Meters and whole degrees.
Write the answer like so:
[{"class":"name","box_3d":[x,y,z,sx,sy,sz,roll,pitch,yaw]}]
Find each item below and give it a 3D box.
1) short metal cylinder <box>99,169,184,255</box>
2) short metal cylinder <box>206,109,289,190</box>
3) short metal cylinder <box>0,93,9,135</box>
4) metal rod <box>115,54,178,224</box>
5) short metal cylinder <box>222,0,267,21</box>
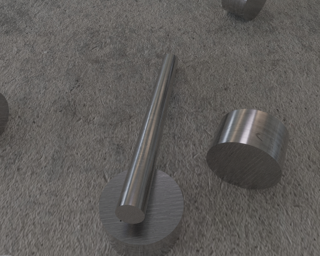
[{"class":"short metal cylinder","box_3d":[-0.018,0.087,0.314,0.081,0.050,0.080,0,50,0]},{"class":"short metal cylinder","box_3d":[0.098,0.025,0.348,0.080,0.080,0.050,18,52,14]},{"class":"short metal cylinder","box_3d":[-0.237,-0.017,0.381,0.050,0.080,0.080,21,53,17]},{"class":"metal rod","box_3d":[-0.004,-0.018,0.376,0.025,0.025,0.301,6,37,5]},{"class":"short metal cylinder","box_3d":[0.161,-0.249,0.578,0.080,0.080,0.050,-37,59,-27]}]
